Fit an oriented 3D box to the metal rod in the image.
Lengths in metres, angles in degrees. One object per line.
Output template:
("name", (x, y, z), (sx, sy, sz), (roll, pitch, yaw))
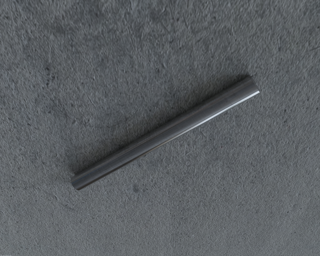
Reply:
("metal rod", (-0.008, 0.016, 0.423), (0.300, 0.025, 0.025), (-30, 124, 22))
